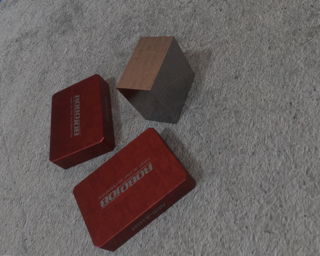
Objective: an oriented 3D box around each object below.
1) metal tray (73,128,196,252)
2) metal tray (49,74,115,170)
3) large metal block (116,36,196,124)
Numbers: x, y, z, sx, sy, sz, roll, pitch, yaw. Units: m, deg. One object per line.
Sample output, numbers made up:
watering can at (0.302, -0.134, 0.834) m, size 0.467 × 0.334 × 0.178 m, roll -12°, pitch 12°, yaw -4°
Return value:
metal tray at (-0.034, 0.071, 0.373) m, size 0.130 × 0.030 × 0.090 m, roll -39°, pitch 51°, yaw 1°
metal tray at (-0.119, -0.012, 0.469) m, size 0.090 × 0.030 × 0.130 m, roll -22°, pitch 54°, yaw 14°
large metal block at (-0.001, -0.062, 0.406) m, size 0.050 × 0.080 × 0.080 m, roll 9°, pitch 66°, yaw 32°
